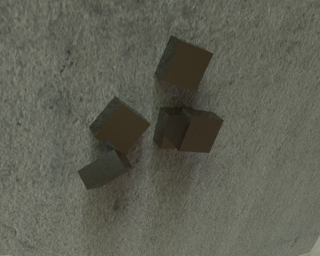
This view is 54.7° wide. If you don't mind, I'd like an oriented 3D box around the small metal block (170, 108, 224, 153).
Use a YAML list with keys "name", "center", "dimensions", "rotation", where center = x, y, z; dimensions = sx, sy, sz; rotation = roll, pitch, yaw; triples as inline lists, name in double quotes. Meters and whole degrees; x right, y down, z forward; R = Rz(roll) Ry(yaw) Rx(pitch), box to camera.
- name: "small metal block"
  center: [0.048, 0.004, 0.405]
  dimensions: [0.050, 0.025, 0.050]
  rotation: [6, 115, -32]

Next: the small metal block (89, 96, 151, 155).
- name: "small metal block"
  center: [-0.049, -0.003, 0.379]
  dimensions: [0.050, 0.025, 0.050]
  rotation: [-50, 129, 5]

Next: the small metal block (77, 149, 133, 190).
- name: "small metal block"
  center: [-0.066, 0.051, 0.383]
  dimensions: [0.050, 0.025, 0.050]
  rotation: [-31, 170, 1]

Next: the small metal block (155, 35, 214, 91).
- name: "small metal block"
  center: [0.029, -0.078, 0.376]
  dimensions: [0.050, 0.025, 0.050]
  rotation: [11, 113, -34]

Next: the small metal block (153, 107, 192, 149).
- name: "small metal block"
  center: [0.023, 0.000, 0.421]
  dimensions: [0.050, 0.025, 0.050]
  rotation: [-1, 119, -28]
